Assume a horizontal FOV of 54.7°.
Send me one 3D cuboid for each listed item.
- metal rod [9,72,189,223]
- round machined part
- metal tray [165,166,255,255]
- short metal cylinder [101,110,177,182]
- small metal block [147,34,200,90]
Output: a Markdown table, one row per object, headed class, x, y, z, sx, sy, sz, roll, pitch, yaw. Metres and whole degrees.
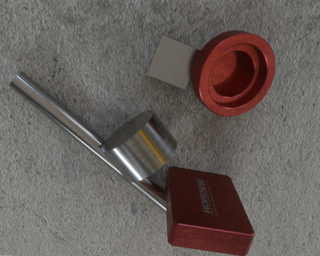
| class | x | y | z | sx | sy | sz | roll | pitch | yaw |
| --- | --- | --- | --- | --- | --- | --- | --- | --- | --- |
| metal rod | -0.070 | 0.036 | 0.422 | 0.300 | 0.025 | 0.025 | 42 | 105 | -14 |
| round machined part | 0.082 | -0.066 | 0.367 | 0.099 | 0.042 | 0.097 | -9 | 119 | -17 |
| metal tray | 0.055 | 0.098 | 0.391 | 0.091 | 0.130 | 0.030 | 10 | 110 | -4 |
| short metal cylinder | -0.026 | 0.022 | 0.388 | 0.080 | 0.080 | 0.050 | -34 | 107 | 11 |
| small metal block | 0.017 | -0.082 | 0.380 | 0.050 | 0.025 | 0.050 | 20 | 109 | -8 |
